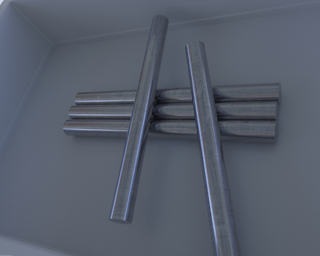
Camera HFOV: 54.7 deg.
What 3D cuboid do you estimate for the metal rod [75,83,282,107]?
[{"bbox_3d":[0.005,-0.042,0.426,0.300,0.025,0.025,1,62,28],"label":"metal rod"}]

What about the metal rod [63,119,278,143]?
[{"bbox_3d":[-0.007,0.002,0.405,0.300,0.025,0.025,1,62,28],"label":"metal rod"}]

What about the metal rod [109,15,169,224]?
[{"bbox_3d":[-0.021,-0.031,0.400,0.025,0.025,0.299,-5,59,25],"label":"metal rod"}]

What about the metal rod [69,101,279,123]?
[{"bbox_3d":[-0.002,-0.020,0.416,0.300,0.025,0.025,1,62,28],"label":"metal rod"}]

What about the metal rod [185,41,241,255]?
[{"bbox_3d":[0.055,0.031,0.329,0.025,0.025,0.299,-15,62,20],"label":"metal rod"}]
